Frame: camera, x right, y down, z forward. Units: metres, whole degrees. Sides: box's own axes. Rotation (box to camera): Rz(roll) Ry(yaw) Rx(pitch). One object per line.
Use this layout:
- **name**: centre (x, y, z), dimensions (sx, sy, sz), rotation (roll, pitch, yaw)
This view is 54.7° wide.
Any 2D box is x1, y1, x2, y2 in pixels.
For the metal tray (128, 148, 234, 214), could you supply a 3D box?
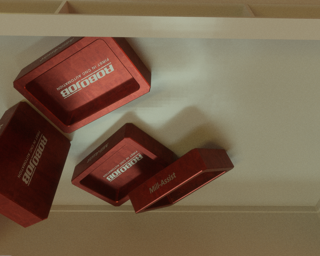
- **metal tray**: centre (0.030, 0.075, 0.440), dimensions (0.130, 0.030, 0.091), rotation (-38, 155, 28)

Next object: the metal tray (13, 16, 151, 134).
- **metal tray**: centre (-0.087, -0.055, 0.357), dimensions (0.130, 0.030, 0.090), rotation (-25, 126, 20)

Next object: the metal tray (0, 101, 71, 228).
- **metal tray**: centre (-0.162, 0.040, 0.372), dimensions (0.030, 0.130, 0.090), rotation (-26, 125, 21)

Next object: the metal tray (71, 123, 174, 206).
- **metal tray**: centre (-0.055, 0.059, 0.455), dimensions (0.090, 0.030, 0.130), rotation (36, 121, -27)
